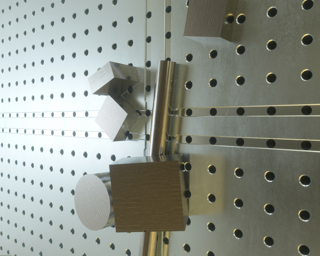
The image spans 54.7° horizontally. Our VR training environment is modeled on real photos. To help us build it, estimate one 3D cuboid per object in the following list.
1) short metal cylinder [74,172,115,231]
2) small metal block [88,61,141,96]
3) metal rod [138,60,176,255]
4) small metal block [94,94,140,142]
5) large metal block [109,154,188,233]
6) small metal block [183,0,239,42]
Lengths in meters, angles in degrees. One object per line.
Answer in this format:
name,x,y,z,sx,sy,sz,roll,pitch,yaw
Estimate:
short metal cylinder,-0.081,0.105,0.458,0.080,0.050,0.079,0,90,39
small metal block,-0.066,-0.069,0.445,0.050,0.050,0.025,-28,72,36
metal rod,-0.006,0.062,0.412,0.025,0.025,0.298,9,96,39
small metal block,-0.064,-0.015,0.459,0.050,0.025,0.050,44,117,29
large metal block,-0.011,0.077,0.375,0.080,0.050,0.079,-5,93,11
small metal block,0.059,-0.129,0.360,0.050,0.025,0.050,15,100,38
